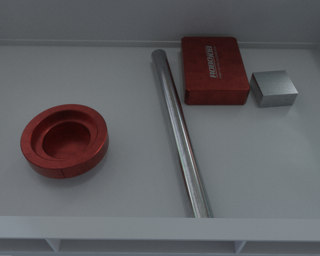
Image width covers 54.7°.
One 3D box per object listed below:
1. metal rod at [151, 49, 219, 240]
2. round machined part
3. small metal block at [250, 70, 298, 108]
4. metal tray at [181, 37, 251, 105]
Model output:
[{"bbox_3d":[0.023,-0.005,0.409,0.025,0.025,0.300,-7,50,-6],"label":"metal rod"},{"bbox_3d":[-0.111,0.020,0.376,0.099,0.042,0.098,0,50,0],"label":"round machined part"},{"bbox_3d":[0.166,-0.058,0.456,0.050,0.025,0.050,-5,50,-5],"label":"small metal block"},{"bbox_3d":[0.081,-0.092,0.480,0.091,0.030,0.130,0,50,-1],"label":"metal tray"}]
